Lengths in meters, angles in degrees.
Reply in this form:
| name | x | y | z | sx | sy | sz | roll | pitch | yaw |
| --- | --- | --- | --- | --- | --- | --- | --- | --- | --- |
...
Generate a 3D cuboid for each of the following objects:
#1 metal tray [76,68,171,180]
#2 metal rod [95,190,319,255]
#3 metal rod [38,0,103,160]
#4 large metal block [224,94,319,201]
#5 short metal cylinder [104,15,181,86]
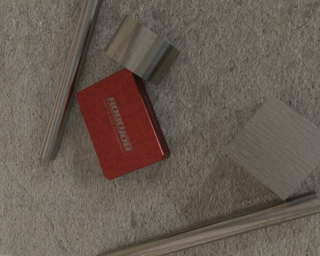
| name | x | y | z | sx | sy | sz | roll | pitch | yaw |
| --- | --- | --- | --- | --- | --- | --- | --- | --- | --- |
| metal tray | -0.051 | -0.005 | 0.423 | 0.090 | 0.030 | 0.129 | -23 | 83 | 18 |
| metal rod | 0.046 | 0.137 | 0.392 | 0.300 | 0.025 | 0.025 | -23 | 83 | 18 |
| metal rod | -0.124 | -0.097 | 0.450 | 0.025 | 0.025 | 0.298 | 20 | 97 | 18 |
| large metal block | 0.132 | 0.020 | 0.349 | 0.080 | 0.050 | 0.080 | 40 | 102 | 15 |
| short metal cylinder | -0.022 | -0.096 | 0.387 | 0.080 | 0.080 | 0.050 | 37 | 102 | 16 |
